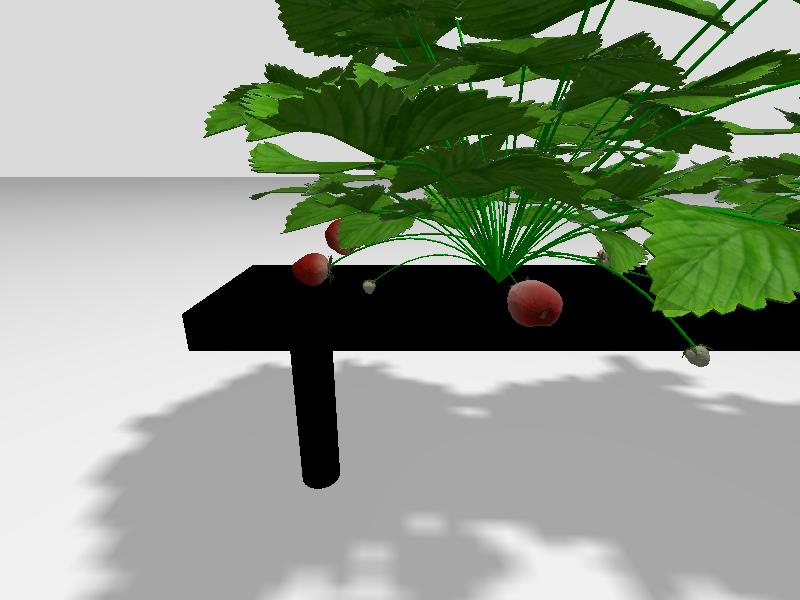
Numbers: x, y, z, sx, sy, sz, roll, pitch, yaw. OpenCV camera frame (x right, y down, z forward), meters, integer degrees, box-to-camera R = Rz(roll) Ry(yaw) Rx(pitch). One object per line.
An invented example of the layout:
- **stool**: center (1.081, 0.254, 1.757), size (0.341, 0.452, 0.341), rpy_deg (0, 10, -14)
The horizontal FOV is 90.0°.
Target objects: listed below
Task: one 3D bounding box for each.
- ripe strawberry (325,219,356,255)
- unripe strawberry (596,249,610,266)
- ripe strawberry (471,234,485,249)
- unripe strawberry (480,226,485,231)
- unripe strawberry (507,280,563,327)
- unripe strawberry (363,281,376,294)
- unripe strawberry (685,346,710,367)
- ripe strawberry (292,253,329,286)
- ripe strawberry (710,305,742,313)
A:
- **ripe strawberry**: center (-0.072, -0.076, 0.480), size (0.044, 0.043, 0.041), rpy_deg (14, 23, 37)
- **unripe strawberry**: center (0.218, -0.044, 0.420), size (0.020, 0.020, 0.019), rpy_deg (-8, 21, -24)
- **ripe strawberry**: center (0.096, -0.071, 0.494), size (0.018, 0.021, 0.020), rpy_deg (1, 6, 2)
- **unripe strawberry**: center (0.116, -0.100, 0.564), size (0.009, 0.010, 0.010), rpy_deg (2, 19, 7)
- **unripe strawberry**: center (0.088, 0.003, 0.258), size (0.035, 0.030, 0.035), rpy_deg (0, 19, 1)
- **unripe strawberry**: center (-0.026, -0.010, 0.336), size (0.011, 0.011, 0.010), rpy_deg (-5, 19, -13)
- **unripe strawberry**: center (0.158, 0.030, 0.212), size (0.010, 0.011, 0.011), rpy_deg (-8, -22, -22)
- **ripe strawberry**: center (-0.079, -0.027, 0.352), size (0.032, 0.027, 0.032), rpy_deg (-2, 19, -2)
- **ripe strawberry**: center (0.232, -0.008, 0.284), size (0.037, 0.036, 0.040), rpy_deg (11, 22, 27)
